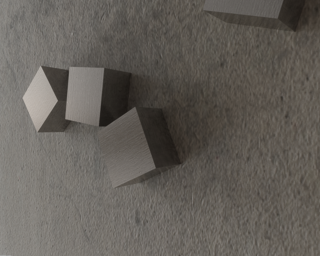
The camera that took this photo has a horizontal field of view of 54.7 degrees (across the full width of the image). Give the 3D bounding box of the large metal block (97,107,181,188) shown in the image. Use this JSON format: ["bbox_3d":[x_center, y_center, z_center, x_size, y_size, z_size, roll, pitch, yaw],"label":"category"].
[{"bbox_3d":[-0.030,0.026,0.411,0.080,0.050,0.080,-30,71,35],"label":"large metal block"}]

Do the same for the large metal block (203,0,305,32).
[{"bbox_3d":[0.099,-0.146,0.306,0.080,0.050,0.079,24,105,37],"label":"large metal block"}]

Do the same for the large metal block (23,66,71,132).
[{"bbox_3d":[-0.187,-0.048,0.540,0.080,0.050,0.080,-47,63,29],"label":"large metal block"}]

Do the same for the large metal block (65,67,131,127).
[{"bbox_3d":[-0.094,-0.047,0.463,0.080,0.050,0.079,11,97,39],"label":"large metal block"}]
